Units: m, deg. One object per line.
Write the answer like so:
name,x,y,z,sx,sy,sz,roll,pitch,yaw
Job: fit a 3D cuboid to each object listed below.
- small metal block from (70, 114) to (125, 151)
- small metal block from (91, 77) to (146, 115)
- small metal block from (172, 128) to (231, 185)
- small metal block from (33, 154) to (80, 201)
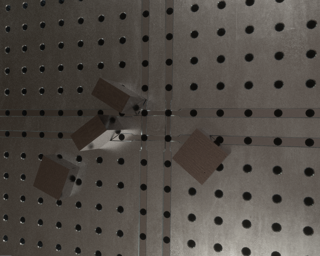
small metal block,-0.085,0.006,0.428,0.050,0.050,0.025,-36,79,16
small metal block,-0.055,-0.042,0.418,0.050,0.050,0.025,32,101,17
small metal block,0.053,0.035,0.394,0.050,0.025,0.050,41,103,15
small metal block,-0.156,0.073,0.466,0.050,0.025,0.050,23,97,18
